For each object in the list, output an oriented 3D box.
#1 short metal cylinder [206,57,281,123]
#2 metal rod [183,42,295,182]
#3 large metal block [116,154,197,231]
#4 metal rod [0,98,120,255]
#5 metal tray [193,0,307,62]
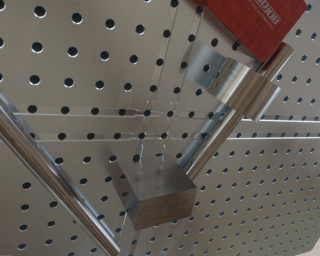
[{"bbox_3d":[0.107,-0.050,0.403,0.080,0.080,0.050,22,107,-36],"label":"short metal cylinder"},{"bbox_3d":[0.094,0.004,0.464,0.025,0.025,0.299,28,103,-38],"label":"metal rod"},{"bbox_3d":[-0.008,0.084,0.423,0.081,0.080,0.050,-7,122,-25],"label":"large metal block"},{"bbox_3d":[-0.121,0.086,0.397,0.025,0.025,0.299,-30,129,-9],"label":"metal rod"},{"bbox_3d":[0.113,-0.151,0.376,0.131,0.030,0.090,28,103,-38],"label":"metal tray"}]
